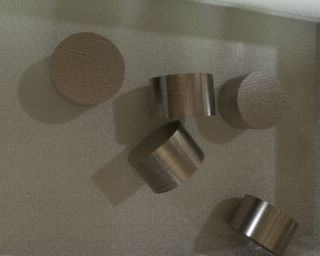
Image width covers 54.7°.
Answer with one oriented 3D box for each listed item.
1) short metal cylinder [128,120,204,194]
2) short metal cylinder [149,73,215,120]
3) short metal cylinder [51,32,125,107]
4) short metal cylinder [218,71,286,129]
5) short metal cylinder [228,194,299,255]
[{"bbox_3d":[0.007,0.035,0.384,0.080,0.080,0.050,-41,103,-15],"label":"short metal cylinder"},{"bbox_3d":[0.028,-0.038,0.391,0.081,0.080,0.050,-5,92,-20],"label":"short metal cylinder"},{"bbox_3d":[-0.086,-0.066,0.365,0.081,0.050,0.080,0,90,-20],"label":"short metal cylinder"},{"bbox_3d":[0.131,-0.038,0.445,0.081,0.050,0.080,0,90,-20],"label":"short metal cylinder"},{"bbox_3d":[0.143,0.136,0.434,0.080,0.080,0.050,37,78,-17],"label":"short metal cylinder"}]
